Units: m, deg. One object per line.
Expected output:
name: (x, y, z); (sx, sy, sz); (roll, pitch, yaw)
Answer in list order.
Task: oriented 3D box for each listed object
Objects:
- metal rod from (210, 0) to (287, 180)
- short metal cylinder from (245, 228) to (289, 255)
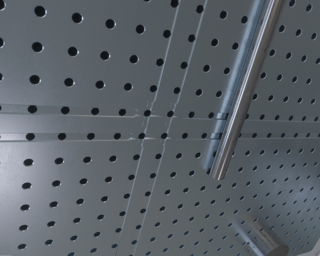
metal rod: (0.123, -0.053, 0.445); (0.025, 0.025, 0.298); (-2, 120, -28)
short metal cylinder: (0.239, 0.273, 0.694); (0.081, 0.050, 0.079); (-14, 124, -21)
